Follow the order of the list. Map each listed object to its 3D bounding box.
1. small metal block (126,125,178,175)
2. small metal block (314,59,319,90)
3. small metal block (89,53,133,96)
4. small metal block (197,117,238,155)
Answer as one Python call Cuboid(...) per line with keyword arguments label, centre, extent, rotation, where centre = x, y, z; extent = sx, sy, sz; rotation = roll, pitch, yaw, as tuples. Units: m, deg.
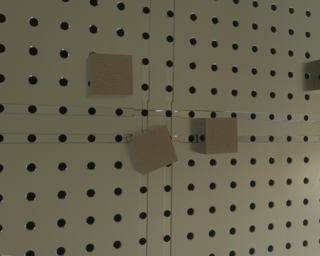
Cuboid(label="small metal block", centre=(-0.010, 0.028, 0.409), extent=(0.050, 0.025, 0.050), rotation=(-20, 97, -19))
Cuboid(label="small metal block", centre=(0.287, -0.088, 0.518), extent=(0.050, 0.025, 0.050), rotation=(0, 90, -20))
Cuboid(label="small metal block", centre=(-0.062, -0.065, 0.389), extent=(0.050, 0.025, 0.050), rotation=(-2, 91, -20))
Cuboid(label="small metal block", centre=(0.082, 0.011, 0.443), extent=(0.050, 0.025, 0.050), rotation=(-2, 91, -20))
